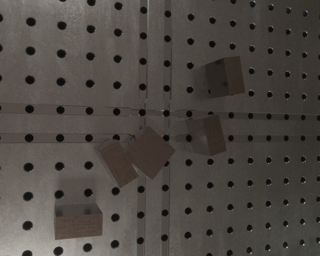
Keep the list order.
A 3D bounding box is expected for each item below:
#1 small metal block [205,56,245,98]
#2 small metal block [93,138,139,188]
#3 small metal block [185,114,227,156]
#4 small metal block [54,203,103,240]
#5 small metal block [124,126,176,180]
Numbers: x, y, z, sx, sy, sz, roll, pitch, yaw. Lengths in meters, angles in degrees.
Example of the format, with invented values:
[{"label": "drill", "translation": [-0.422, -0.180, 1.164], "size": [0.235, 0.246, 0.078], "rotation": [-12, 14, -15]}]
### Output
[{"label": "small metal block", "translation": [0.091, -0.070, 0.434], "size": [0.025, 0.050, 0.050], "rotation": [-11, 94, -20]}, {"label": "small metal block", "translation": [-0.055, 0.041, 0.380], "size": [0.025, 0.050, 0.050], "rotation": [-31, 101, -17]}, {"label": "small metal block", "translation": [0.062, 0.009, 0.424], "size": [0.025, 0.050, 0.050], "rotation": [-16, 96, -20]}, {"label": "small metal block", "translation": [-0.097, 0.108, 0.364], "size": [0.050, 0.050, 0.025], "rotation": [2, 90, -20]}, {"label": "small metal block", "translation": [-0.017, 0.032, 0.408], "size": [0.050, 0.025, 0.050], "rotation": [43, 76, -16]}]
